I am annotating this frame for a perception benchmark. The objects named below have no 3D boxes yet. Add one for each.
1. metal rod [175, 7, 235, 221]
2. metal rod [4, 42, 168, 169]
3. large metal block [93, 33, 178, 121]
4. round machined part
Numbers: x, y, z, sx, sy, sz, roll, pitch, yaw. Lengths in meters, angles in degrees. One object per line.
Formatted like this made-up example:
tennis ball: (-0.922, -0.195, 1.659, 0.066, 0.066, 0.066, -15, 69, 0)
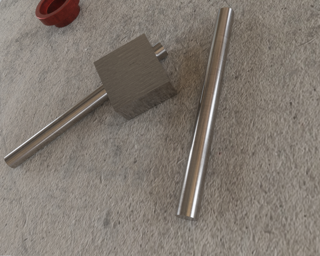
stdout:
metal rod: (0.063, -0.036, 0.392, 0.025, 0.025, 0.300, 0, 62, 28)
metal rod: (-0.116, -0.034, 0.483, 0.300, 0.025, 0.025, -36, 51, 3)
large metal block: (-0.033, -0.069, 0.429, 0.080, 0.050, 0.080, -28, 71, 7)
round machined part: (-0.210, -0.252, 0.655, 0.098, 0.042, 0.098, -13, 56, 20)
